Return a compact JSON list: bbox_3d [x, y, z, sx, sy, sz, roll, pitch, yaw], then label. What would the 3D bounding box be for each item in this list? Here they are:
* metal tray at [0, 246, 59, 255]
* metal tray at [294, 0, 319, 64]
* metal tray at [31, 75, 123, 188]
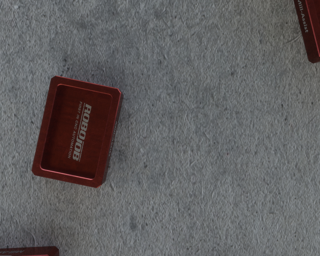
[{"bbox_3d":[-0.201,0.207,0.405,0.131,0.030,0.089,-3,90,0],"label":"metal tray"},{"bbox_3d":[0.232,-0.160,0.408,0.091,0.030,0.129,-14,90,0],"label":"metal tray"},{"bbox_3d":[-0.106,0.005,0.406,0.091,0.030,0.129,12,90,0],"label":"metal tray"}]
